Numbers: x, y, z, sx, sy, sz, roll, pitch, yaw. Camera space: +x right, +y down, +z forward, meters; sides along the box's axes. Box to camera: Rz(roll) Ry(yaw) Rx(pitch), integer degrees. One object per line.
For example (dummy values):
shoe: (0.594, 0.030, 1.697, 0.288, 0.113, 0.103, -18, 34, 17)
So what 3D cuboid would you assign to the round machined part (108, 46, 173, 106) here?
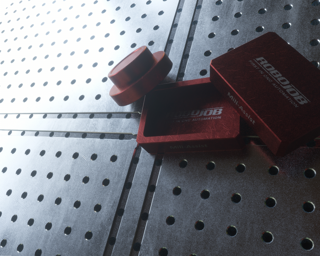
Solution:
round machined part: (-0.034, -0.078, 0.435, 0.098, 0.042, 0.098, -32, 23, 16)

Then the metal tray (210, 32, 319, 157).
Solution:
metal tray: (0.126, -0.043, 0.340, 0.090, 0.030, 0.130, -28, 58, -9)

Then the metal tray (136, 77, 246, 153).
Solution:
metal tray: (0.040, -0.017, 0.393, 0.130, 0.030, 0.090, -5, 59, 25)
